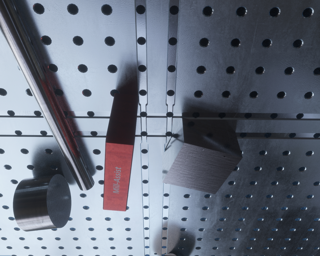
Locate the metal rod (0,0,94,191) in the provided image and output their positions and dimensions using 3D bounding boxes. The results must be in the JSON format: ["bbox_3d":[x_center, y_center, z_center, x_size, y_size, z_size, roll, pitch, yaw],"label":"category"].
[{"bbox_3d":[-0.137,-0.024,0.389,0.025,0.025,0.298,-7,130,5],"label":"metal rod"}]

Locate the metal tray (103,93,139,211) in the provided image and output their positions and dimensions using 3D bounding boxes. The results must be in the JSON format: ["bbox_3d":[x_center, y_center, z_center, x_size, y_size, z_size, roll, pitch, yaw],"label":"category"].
[{"bbox_3d":[-0.050,0.033,0.395,0.030,0.090,0.129,6,130,-5],"label":"metal tray"}]

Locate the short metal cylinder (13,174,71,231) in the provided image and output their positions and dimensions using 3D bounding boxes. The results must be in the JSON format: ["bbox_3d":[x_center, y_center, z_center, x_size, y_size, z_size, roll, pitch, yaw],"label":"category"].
[{"bbox_3d":[-0.176,0.113,0.470,0.050,0.080,0.080,-8,130,7],"label":"short metal cylinder"}]

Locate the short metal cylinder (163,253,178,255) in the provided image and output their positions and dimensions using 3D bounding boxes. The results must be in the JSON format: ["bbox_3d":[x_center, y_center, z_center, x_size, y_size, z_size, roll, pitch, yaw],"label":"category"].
[{"bbox_3d":[0.029,0.308,0.638,0.080,0.080,0.050,-35,122,26],"label":"short metal cylinder"}]

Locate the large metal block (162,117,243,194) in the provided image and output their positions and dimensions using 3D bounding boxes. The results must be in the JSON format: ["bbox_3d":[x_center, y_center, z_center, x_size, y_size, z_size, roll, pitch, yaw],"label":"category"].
[{"bbox_3d":[0.054,0.040,0.430,0.081,0.050,0.079,15,129,-13],"label":"large metal block"}]
